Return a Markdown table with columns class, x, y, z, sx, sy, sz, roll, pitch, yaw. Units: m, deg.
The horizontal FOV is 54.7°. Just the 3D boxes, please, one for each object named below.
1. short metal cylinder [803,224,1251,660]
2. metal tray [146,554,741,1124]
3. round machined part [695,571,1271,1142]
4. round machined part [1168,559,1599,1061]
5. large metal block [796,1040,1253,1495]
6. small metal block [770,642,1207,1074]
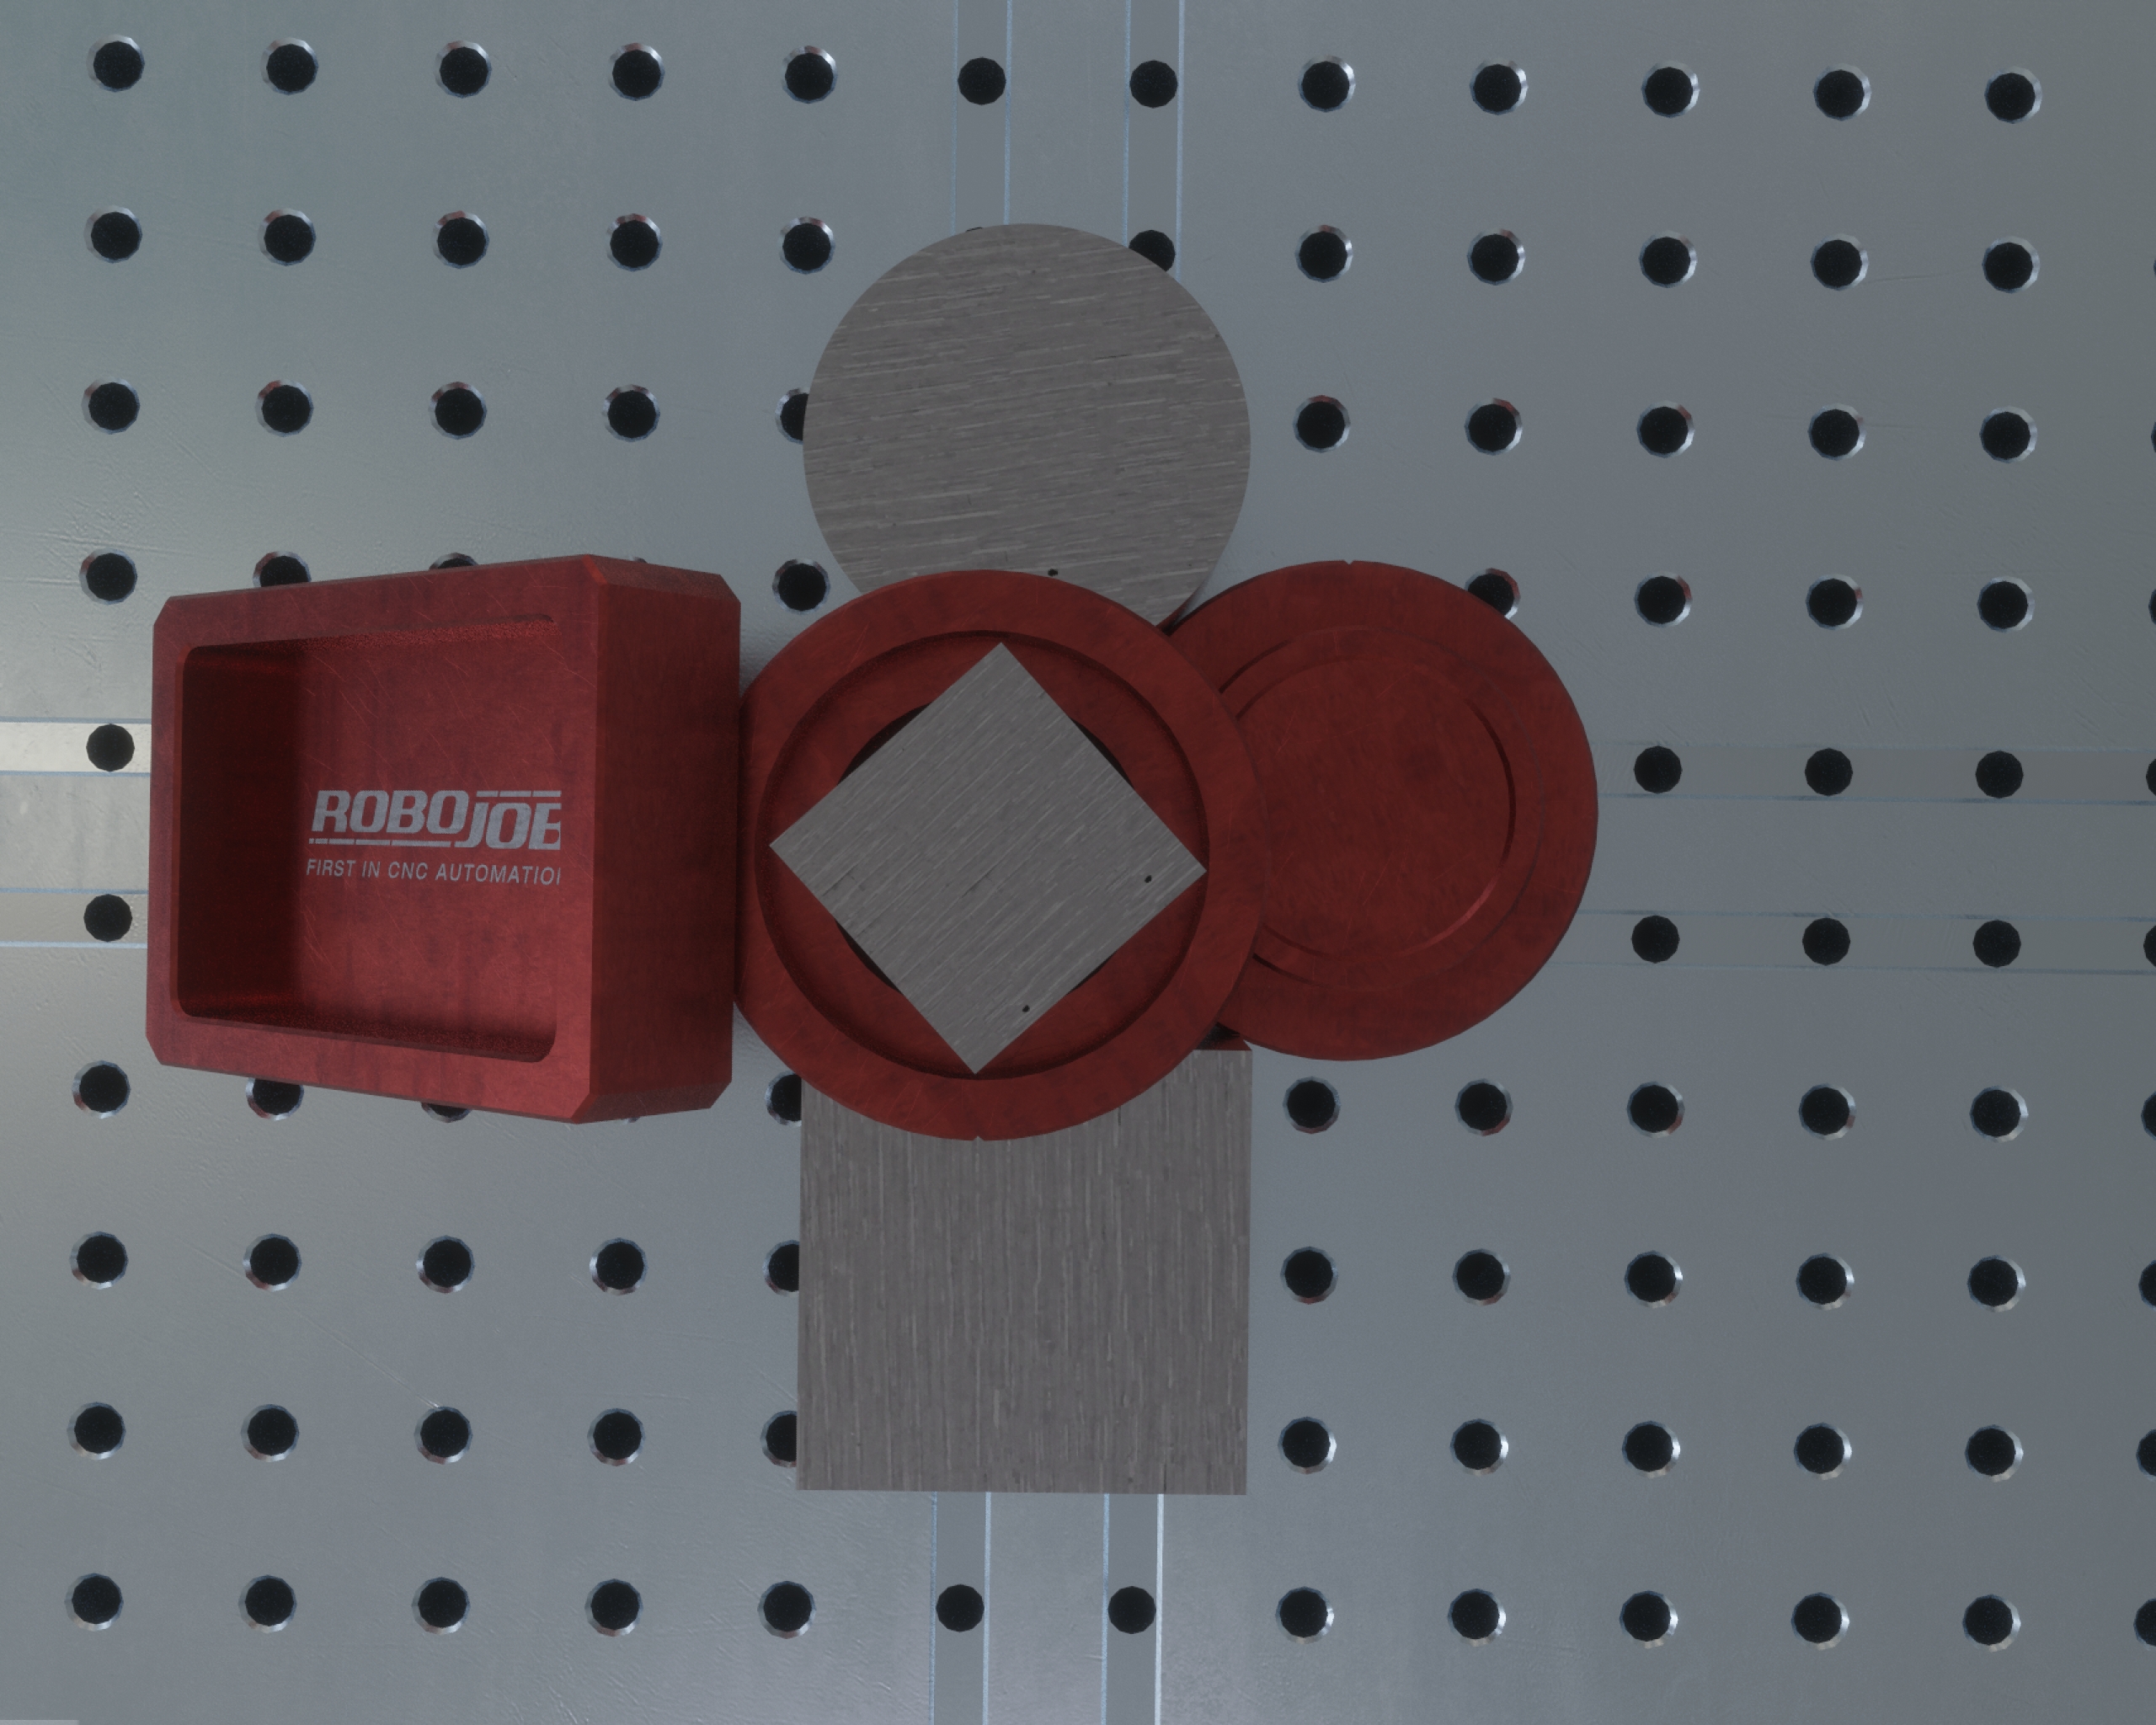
| class | x | y | z | sx | sy | sz | roll | pitch | yaw |
| --- | --- | --- | --- | --- | --- | --- | --- | --- | --- |
| short metal cylinder | -0.009 | -0.075 | 0.400 | 0.081 | 0.050 | 0.080 | 0 | 90 | 0 |
| metal tray | -0.117 | -0.005 | 0.374 | 0.130 | 0.030 | 0.089 | 1 | 90 | 37 |
| round machined part | -0.016 | -0.001 | 0.376 | 0.099 | 0.042 | 0.097 | 0 | 90 | 0 |
| round machined part | 0.052 | -0.010 | 0.404 | 0.099 | 0.042 | 0.097 | 0 | 90 | 0 |
| large metal block | -0.009 | 0.073 | 0.398 | 0.081 | 0.050 | 0.080 | 1 | 90 | 0 |
| small metal block | -0.015 | -0.001 | 0.351 | 0.050 | 0.025 | 0.050 | -42 | 90 | 0 |
